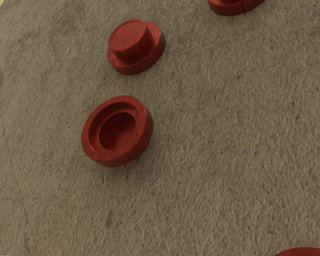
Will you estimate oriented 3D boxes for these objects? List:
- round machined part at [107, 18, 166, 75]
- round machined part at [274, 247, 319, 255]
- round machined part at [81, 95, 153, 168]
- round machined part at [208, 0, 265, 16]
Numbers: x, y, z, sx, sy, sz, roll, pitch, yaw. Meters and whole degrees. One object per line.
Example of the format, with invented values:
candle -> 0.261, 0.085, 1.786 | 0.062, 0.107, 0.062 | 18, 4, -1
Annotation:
round machined part -> -0.044, -0.137, 0.500 | 0.098, 0.042, 0.098 | -13, 56, 21
round machined part -> 0.121, 0.144, 0.241 | 0.098, 0.042, 0.098 | -13, 56, 21
round machined part -> -0.053, 0.008, 0.416 | 0.098, 0.042, 0.098 | -13, 56, 21
round machined part -> 0.116, -0.221, 0.468 | 0.098, 0.042, 0.098 | -13, 56, 21
